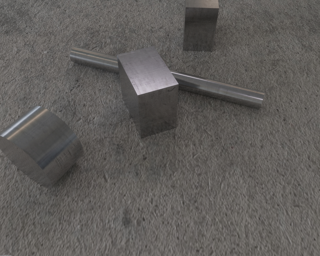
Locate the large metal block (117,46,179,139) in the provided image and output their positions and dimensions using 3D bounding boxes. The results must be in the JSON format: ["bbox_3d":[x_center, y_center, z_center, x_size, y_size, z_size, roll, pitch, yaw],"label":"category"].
[{"bbox_3d":[-0.017,-0.047,0.407,0.050,0.080,0.080,-17,52,-14],"label":"large metal block"}]

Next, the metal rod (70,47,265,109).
[{"bbox_3d":[0.003,-0.079,0.469,0.301,0.025,0.025,16,52,13],"label":"metal rod"}]

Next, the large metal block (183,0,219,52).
[{"bbox_3d":[0.067,-0.188,0.526,0.050,0.080,0.080,3,50,2],"label":"large metal block"}]

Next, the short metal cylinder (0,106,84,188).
[{"bbox_3d":[-0.134,0.022,0.348,0.080,0.080,0.050,26,55,20],"label":"short metal cylinder"}]
